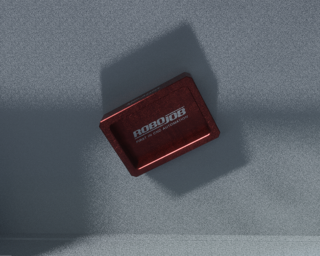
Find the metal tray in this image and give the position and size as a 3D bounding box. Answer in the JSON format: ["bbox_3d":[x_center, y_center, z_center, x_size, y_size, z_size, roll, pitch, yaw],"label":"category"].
[{"bbox_3d":[0.000,-0.003,0.404,0.130,0.030,0.090,-27,108,9],"label":"metal tray"}]
